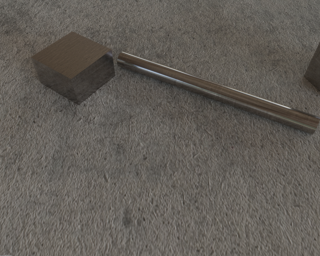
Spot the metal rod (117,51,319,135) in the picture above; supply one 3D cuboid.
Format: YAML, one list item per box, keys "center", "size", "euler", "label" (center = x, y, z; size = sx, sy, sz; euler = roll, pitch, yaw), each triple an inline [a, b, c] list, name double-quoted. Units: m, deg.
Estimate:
- center: [0.072, -0.056, 0.451]
  size: [0.301, 0.025, 0.025]
  euler: [22, 53, 17]
  label: "metal rod"

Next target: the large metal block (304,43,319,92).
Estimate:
- center: [0.274, -0.100, 0.454]
  size: [0.081, 0.080, 0.050]
  euler: [-16, 52, -13]
  label: "large metal block"

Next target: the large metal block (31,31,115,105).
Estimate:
- center: [-0.126, -0.091, 0.463]
  size: [0.080, 0.050, 0.080]
  euler: [29, 56, 22]
  label: "large metal block"
